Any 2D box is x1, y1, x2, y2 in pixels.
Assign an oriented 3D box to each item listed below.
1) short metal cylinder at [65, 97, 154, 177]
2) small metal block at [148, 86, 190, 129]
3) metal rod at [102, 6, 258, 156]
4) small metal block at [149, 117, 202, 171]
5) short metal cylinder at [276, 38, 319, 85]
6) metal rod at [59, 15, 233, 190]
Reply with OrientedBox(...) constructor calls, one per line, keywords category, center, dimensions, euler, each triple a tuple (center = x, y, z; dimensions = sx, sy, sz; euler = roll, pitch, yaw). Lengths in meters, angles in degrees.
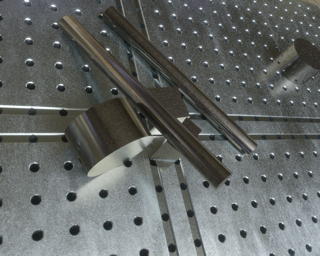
OrientedBox(category="short metal cylinder", center=(-0.054, 0.010, 0.337), dimensions=(0.081, 0.080, 0.050), euler=(-23, 75, -36))
OrientedBox(category="small metal block", center=(0.007, -0.029, 0.429), dimensions=(0.050, 0.025, 0.050), euler=(-8, 66, -32))
OrientedBox(category="metal rod", center=(0.029, -0.072, 0.467), dimensions=(0.300, 0.025, 0.025), euler=(44, 51, 2))
OrientedBox(category="small metal block", center=(0.019, 0.021, 0.390), dimensions=(0.025, 0.050, 0.050), euler=(42, 51, 0))
OrientedBox(category="short metal cylinder", center=(0.284, -0.134, 0.627), dimensions=(0.081, 0.050, 0.080), euler=(14, 56, -21))
OrientedBox(category="metal rod", center=(-0.031, -0.045, 0.375), dimensions=(0.025, 0.025, 0.300), euler=(-27, 63, -37))
